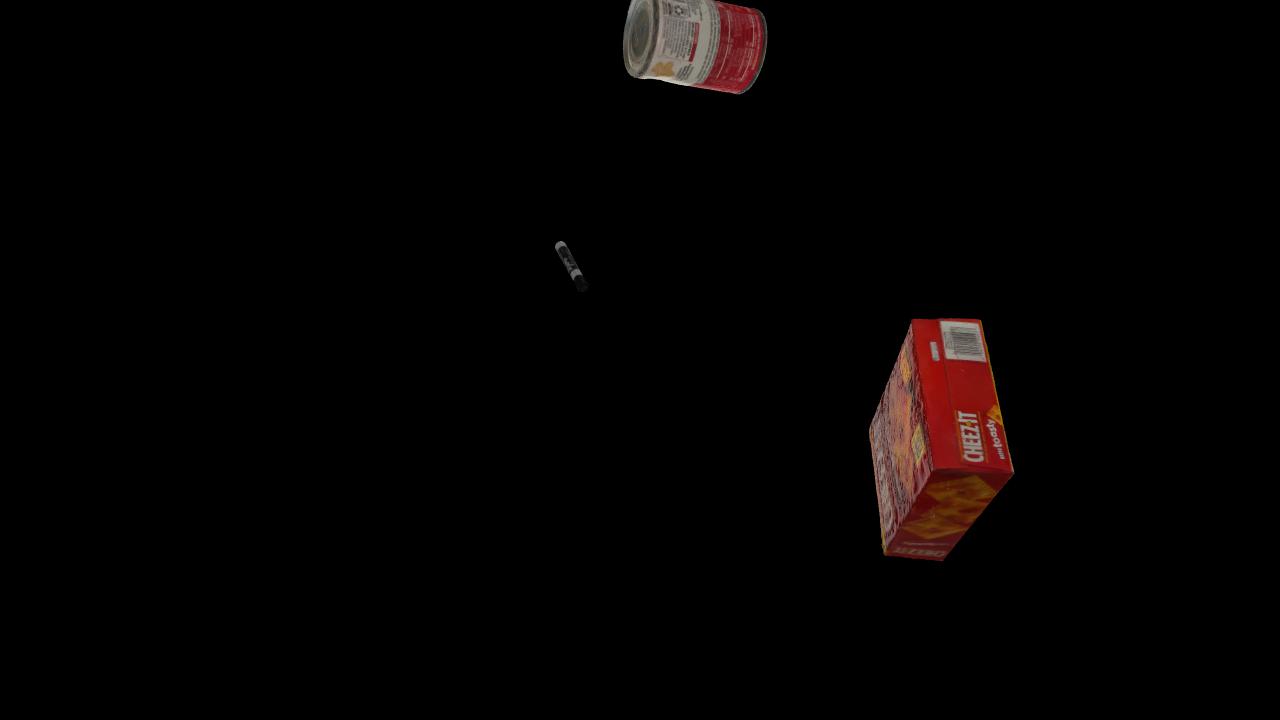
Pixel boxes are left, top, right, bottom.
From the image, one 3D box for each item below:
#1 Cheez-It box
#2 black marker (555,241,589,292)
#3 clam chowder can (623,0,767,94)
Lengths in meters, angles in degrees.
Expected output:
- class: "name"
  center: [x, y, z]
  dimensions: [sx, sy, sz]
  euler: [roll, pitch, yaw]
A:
- class: "Cheez-It box"
  center: [0.294, 0.088, 0.631]
  dimensions: [0.071, 0.166, 0.223]
  euler: [2, -35, 10]
- class: "black marker"
  center: [-0.107, -0.147, 0.968]
  dimensions: [0.020, 0.020, 0.121]
  euler: [0, 42, -32]
- class: "clam chowder can"
  center: [0.044, -0.263, 0.510]
  dimensions: [0.102, 0.068, 0.068]
  euler: [-2, 1, -23]
